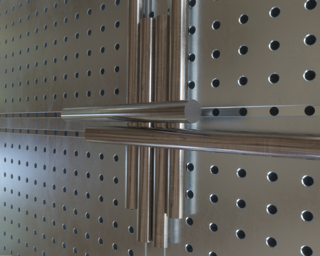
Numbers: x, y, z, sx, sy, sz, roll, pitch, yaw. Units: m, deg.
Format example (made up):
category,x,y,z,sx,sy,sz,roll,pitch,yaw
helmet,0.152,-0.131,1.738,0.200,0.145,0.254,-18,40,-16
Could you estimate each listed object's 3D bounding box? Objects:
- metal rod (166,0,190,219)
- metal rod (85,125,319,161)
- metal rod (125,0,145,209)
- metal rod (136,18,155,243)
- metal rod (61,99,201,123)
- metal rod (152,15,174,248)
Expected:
category,x,y,z,sx,sy,sz,roll,pitch,yaw
metal rod,0.023,-0.038,0.390,0.025,0.025,0.298,1,91,40
metal rod,0.032,0.013,0.357,0.300,0.025,0.025,2,92,31
metal rod,-0.035,-0.037,0.439,0.025,0.025,0.298,1,91,40
metal rod,-0.017,0.003,0.423,0.025,0.025,0.298,2,91,40
metal rod,-0.064,-0.021,0.433,0.299,0.025,0.025,2,91,49
metal rod,0.004,0.005,0.408,0.025,0.025,0.298,1,91,40
